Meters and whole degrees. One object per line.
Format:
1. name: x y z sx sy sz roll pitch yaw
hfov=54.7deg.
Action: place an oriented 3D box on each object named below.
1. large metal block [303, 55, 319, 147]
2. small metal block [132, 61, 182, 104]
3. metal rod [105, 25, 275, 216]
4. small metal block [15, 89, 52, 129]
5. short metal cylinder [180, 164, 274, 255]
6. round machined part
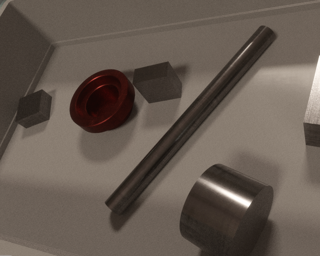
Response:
1. large metal block: 0.193 -0.022 0.302 0.080 0.050 0.080 10 67 32
2. small metal block: -0.002 -0.061 0.427 0.050 0.050 0.025 -8 58 23
3. metal rod: 0.042 -0.014 0.391 0.300 0.025 0.025 -48 52 -6
4. small metal block: -0.219 -0.033 0.538 0.050 0.025 0.050 -19 55 17
5. short metal cylinder: 0.063 0.080 0.288 0.050 0.080 0.080 23 74 36
6. round machined part: -0.080 -0.035 0.456 0.098 0.042 0.098 -13 56 20
